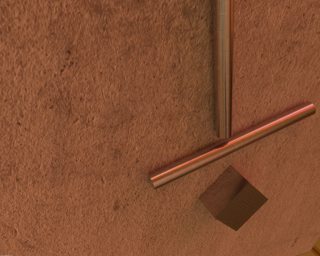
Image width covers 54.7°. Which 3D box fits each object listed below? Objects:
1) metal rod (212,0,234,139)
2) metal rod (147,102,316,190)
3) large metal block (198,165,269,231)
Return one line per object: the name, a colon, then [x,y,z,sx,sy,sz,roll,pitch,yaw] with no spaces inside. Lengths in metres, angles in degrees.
metal rod: [0.078,-0.112,0.381,0.025,0.025,0.298,-21,127,-17]
metal rod: [0.121,0.023,0.489,0.302,0.025,0.025,-23,127,-15]
large metal block: [0.128,0.123,0.540,0.080,0.050,0.080,-47,130,4]
